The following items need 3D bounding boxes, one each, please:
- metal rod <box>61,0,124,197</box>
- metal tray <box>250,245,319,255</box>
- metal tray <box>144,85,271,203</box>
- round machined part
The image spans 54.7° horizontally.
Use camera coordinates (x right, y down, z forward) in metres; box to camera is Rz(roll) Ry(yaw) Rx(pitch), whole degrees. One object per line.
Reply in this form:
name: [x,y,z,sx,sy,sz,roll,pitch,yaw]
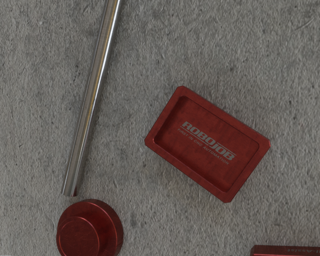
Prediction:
metal rod: [-0.096,-0.048,0.441,0.025,0.025,0.298,16,95,19]
metal tray: [0.172,0.182,0.345,0.130,0.030,0.089,-6,88,19]
metal tray: [0.057,0.018,0.385,0.130,0.030,0.090,35,101,16]
round machined part: [-0.105,0.153,0.436,0.098,0.042,0.097,0,90,19]
